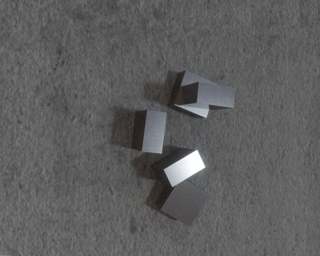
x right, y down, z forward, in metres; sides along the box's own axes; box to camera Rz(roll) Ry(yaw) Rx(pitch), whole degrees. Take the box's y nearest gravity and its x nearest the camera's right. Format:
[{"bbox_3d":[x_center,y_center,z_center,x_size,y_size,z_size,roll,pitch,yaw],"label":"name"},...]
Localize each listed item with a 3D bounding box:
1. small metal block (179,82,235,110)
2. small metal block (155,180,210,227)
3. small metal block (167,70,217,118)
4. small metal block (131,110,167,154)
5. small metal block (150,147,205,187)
[{"bbox_3d":[0.059,-0.039,0.392,0.050,0.050,0.025,6,88,-20],"label":"small metal block"},{"bbox_3d":[0.030,0.096,0.419,0.050,0.025,0.050,34,85,-18],"label":"small metal block"},{"bbox_3d":[0.044,-0.045,0.427,0.050,0.025,0.050,21,83,-19],"label":"small metal block"},{"bbox_3d":[-0.015,0.004,0.391,0.025,0.050,0.050,8,87,-20],"label":"small metal block"},{"bbox_3d":[0.022,0.050,0.405,0.050,0.050,0.025,-28,99,-18],"label":"small metal block"}]
